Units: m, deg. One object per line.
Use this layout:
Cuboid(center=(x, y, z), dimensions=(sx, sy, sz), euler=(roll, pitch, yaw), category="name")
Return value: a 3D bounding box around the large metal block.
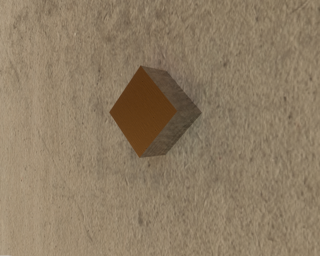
Cuboid(center=(-0.008, -0.020, 0.396), dimensions=(0.080, 0.050, 0.080), euler=(-51, 60, 28), category="large metal block")
